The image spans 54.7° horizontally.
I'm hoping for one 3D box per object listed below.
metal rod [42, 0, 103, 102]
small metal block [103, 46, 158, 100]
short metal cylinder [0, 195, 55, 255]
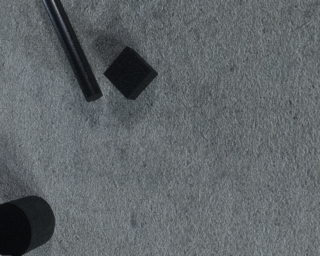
[{"bbox_3d":[-0.156,-0.177,0.462,0.025,0.025,0.299,-28,81,17],"label":"metal rod"},{"bbox_3d":[-0.040,-0.074,0.422,0.050,0.025,0.050,-47,76,14],"label":"small metal block"},{"bbox_3d":[-0.208,0.147,0.467,0.080,0.050,0.079,0,90,19],"label":"short metal cylinder"}]
